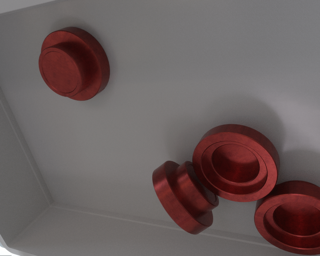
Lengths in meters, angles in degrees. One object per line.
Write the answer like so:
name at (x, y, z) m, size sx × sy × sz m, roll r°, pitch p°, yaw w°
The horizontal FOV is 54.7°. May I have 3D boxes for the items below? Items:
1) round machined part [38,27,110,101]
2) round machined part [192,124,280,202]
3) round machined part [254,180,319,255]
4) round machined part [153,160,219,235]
round machined part at (-0.120, -0.080, 0.412) m, size 0.098 × 0.042 × 0.097 m, roll 13°, pitch 124°, yaw 21°
round machined part at (0.092, 0.038, 0.372) m, size 0.098 × 0.042 × 0.097 m, roll 13°, pitch 124°, yaw 21°
round machined part at (0.166, 0.102, 0.370) m, size 0.098 × 0.042 × 0.097 m, roll 12°, pitch 126°, yaw 17°
round machined part at (0.038, 0.081, 0.397) m, size 0.042 × 0.098 × 0.098 m, roll -39°, pitch 97°, yaw 16°
